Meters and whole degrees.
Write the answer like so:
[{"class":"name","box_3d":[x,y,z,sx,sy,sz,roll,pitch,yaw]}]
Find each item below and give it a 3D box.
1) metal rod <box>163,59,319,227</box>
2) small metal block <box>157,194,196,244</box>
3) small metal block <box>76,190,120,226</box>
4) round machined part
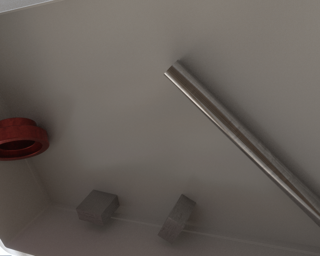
[{"class":"metal rod","box_3d":[0.121,0.034,0.365,0.300,0.025,0.025,44,129,-3]},{"class":"small metal block","box_3d":[0.025,0.135,0.462,0.025,0.050,0.050,31,128,8]},{"class":"small metal block","box_3d":[-0.105,0.135,0.530,0.050,0.050,0.025,7,121,24]},{"class":"round machined part","box_3d":[-0.235,0.016,0.505,0.098,0.099,0.042,-34,64,38]}]
